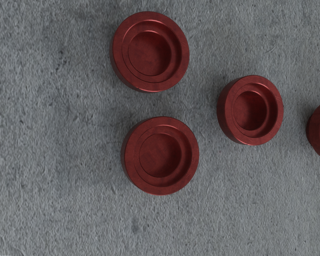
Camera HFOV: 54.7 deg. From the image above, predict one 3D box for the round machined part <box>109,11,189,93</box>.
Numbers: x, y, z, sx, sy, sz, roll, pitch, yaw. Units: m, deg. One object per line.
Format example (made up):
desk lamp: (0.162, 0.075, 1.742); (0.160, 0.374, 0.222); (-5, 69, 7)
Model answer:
round machined part: (-0.016, -0.092, 0.394); (0.099, 0.042, 0.097); (0, 90, -20)

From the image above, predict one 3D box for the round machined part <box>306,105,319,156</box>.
round machined part: (0.279, 0.004, 0.502); (0.099, 0.042, 0.097); (0, 90, -20)

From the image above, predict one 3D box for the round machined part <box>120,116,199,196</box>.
round machined part: (-0.003, 0.034, 0.399); (0.099, 0.042, 0.097); (0, 90, -20)

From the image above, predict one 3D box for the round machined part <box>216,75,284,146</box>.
round machined part: (0.124, -0.024, 0.445); (0.099, 0.042, 0.097); (0, 90, -20)
